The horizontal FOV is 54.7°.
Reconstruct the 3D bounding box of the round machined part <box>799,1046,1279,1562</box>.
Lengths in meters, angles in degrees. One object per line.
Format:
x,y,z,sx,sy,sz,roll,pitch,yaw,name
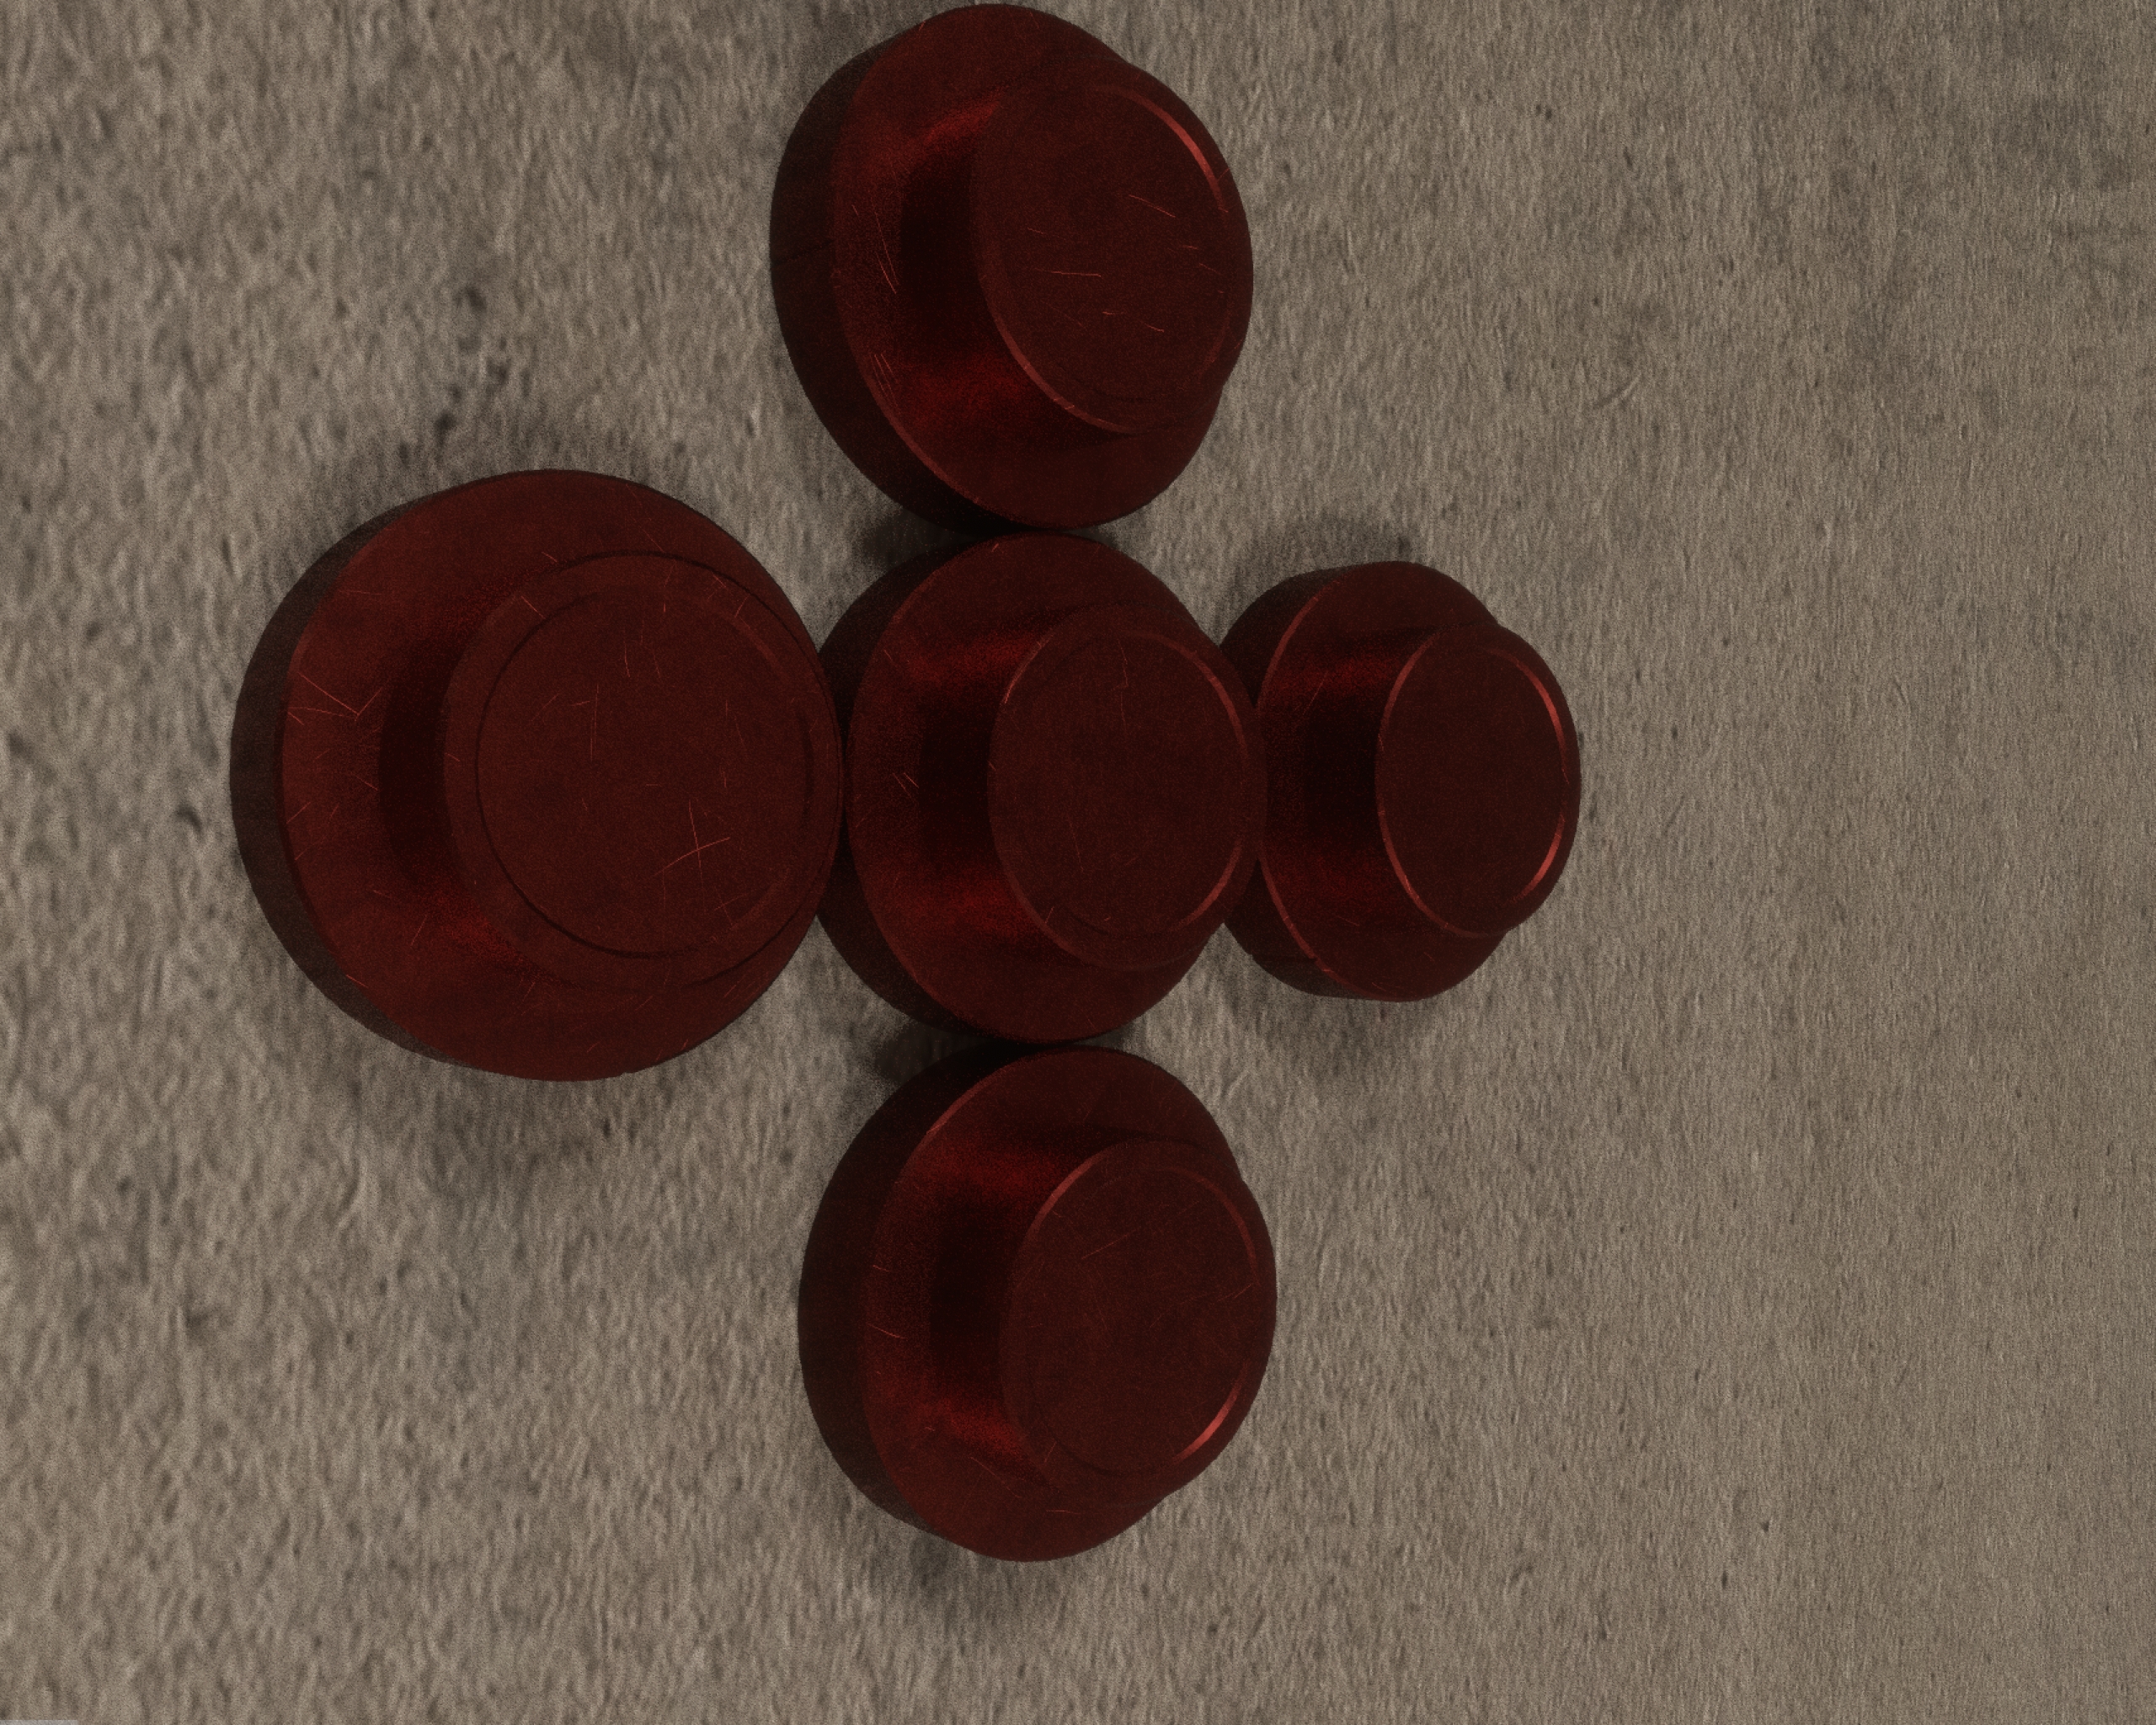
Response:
0.000,0.084,0.397,0.099,0.042,0.097,0,90,-40,round machined part

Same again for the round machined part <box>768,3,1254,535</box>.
-0.005,-0.112,0.393,0.099,0.042,0.097,0,90,-40,round machined part

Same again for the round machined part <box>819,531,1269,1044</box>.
-0.002,-0.014,0.395,0.099,0.042,0.097,0,90,-40,round machined part

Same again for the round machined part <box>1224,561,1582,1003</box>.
0.074,-0.018,0.459,0.099,0.042,0.097,0,90,-40,round machined part

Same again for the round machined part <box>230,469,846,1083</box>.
-0.078,-0.014,0.332,0.099,0.042,0.097,0,90,-40,round machined part
